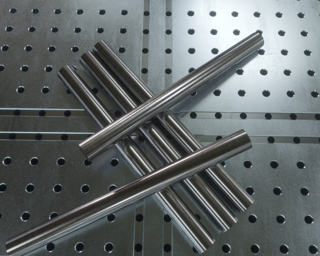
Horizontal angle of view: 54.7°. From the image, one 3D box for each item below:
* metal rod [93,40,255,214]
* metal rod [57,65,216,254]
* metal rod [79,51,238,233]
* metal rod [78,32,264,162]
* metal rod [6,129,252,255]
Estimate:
[{"bbox_3d":[0.009,-0.011,0.416,0.025,0.025,0.300,-39,75,-13],"label":"metal rod"},{"bbox_3d":[-0.039,0.030,0.400,0.025,0.025,0.300,-37,75,-13],"label":"metal rod"},{"bbox_3d":[-0.011,0.008,0.408,0.025,0.025,0.300,-37,75,-13],"label":"metal rod"},{"bbox_3d":[0.029,-0.051,0.409,0.302,0.025,0.025,-34,74,-20],"label":"metal rod"},{"bbox_3d":[-0.035,0.076,0.361,0.301,0.025,0.025,-25,72,-1],"label":"metal rod"}]
